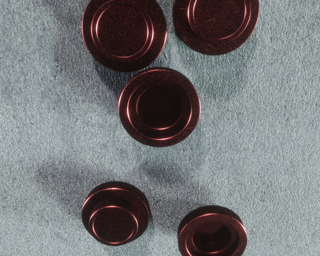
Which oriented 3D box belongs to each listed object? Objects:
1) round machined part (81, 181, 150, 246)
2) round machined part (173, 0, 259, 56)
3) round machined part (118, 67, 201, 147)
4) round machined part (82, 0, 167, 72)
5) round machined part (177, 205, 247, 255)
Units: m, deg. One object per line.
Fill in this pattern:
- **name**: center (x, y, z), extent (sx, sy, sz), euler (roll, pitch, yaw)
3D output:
- **round machined part**: center (-0.065, 0.130, 0.448), extent (0.099, 0.042, 0.097), euler (0, 110, 0)
- **round machined part**: center (0.064, -0.132, 0.353), extent (0.099, 0.042, 0.097), euler (0, 110, 0)
- **round machined part**: center (0.000, -0.029, 0.390), extent (0.099, 0.042, 0.097), euler (0, 110, 0)
- **round machined part**: center (-0.041, -0.113, 0.359), extent (0.099, 0.042, 0.097), euler (0, 110, 0)
- **round machined part**: center (0.075, 0.155, 0.458), extent (0.099, 0.042, 0.097), euler (0, 110, 0)
